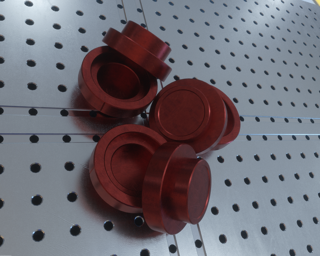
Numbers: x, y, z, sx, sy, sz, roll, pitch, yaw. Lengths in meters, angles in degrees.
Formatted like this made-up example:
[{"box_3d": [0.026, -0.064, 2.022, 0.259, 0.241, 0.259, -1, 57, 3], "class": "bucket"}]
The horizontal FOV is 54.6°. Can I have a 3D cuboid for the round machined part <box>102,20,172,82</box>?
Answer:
[{"box_3d": [-0.024, -0.106, 0.413, 0.098, 0.042, 0.098, 33, 7, -4], "class": "round machined part"}]

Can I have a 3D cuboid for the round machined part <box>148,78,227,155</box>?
[{"box_3d": [0.031, -0.015, 0.384, 0.098, 0.098, 0.042, 63, 12, 17], "class": "round machined part"}]

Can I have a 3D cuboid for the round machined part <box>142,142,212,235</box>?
[{"box_3d": [0.024, 0.065, 0.333, 0.099, 0.042, 0.097, -15, 107, -60], "class": "round machined part"}]

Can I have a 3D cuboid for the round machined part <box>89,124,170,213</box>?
[{"box_3d": [-0.031, 0.048, 0.350, 0.099, 0.042, 0.098, 13, 56, -21], "class": "round machined part"}]

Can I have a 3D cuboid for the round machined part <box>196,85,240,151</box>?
[{"box_3d": [0.060, -0.012, 0.436, 0.099, 0.042, 0.098, 13, 56, -21], "class": "round machined part"}]

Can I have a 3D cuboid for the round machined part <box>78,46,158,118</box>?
[{"box_3d": [-0.056, -0.054, 0.399, 0.099, 0.042, 0.098, 13, 56, -21], "class": "round machined part"}]
